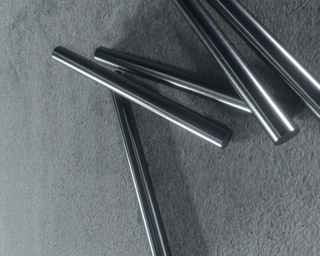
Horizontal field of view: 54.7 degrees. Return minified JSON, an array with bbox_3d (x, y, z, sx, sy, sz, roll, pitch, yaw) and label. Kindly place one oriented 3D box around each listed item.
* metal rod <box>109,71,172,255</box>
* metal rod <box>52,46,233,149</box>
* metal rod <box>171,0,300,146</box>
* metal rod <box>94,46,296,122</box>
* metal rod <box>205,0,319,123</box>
[{"bbox_3d":[-0.028,0.060,0.428,0.025,0.025,0.299,-26,74,37],"label":"metal rod"},{"bbox_3d":[-0.041,-0.052,0.414,0.300,0.025,0.025,29,108,28],"label":"metal rod"},{"bbox_3d":[0.051,-0.109,0.343,0.025,0.025,0.299,-45,57,30],"label":"metal rod"},{"bbox_3d":[0.017,-0.063,0.390,0.300,0.025,0.025,25,106,37],"label":"metal rod"},{"bbox_3d":[0.096,-0.101,0.325,0.025,0.025,0.299,-48,62,29],"label":"metal rod"}]
